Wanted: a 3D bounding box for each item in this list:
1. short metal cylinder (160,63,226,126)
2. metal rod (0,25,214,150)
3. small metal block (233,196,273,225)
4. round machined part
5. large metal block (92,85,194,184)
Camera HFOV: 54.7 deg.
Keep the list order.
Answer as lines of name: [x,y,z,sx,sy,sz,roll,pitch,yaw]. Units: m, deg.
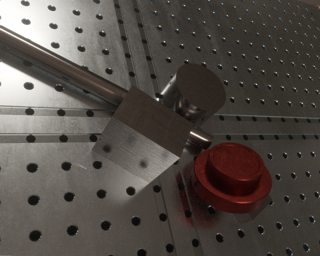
short metal cylinder: [0.047,-0.046,0.448,0.081,0.050,0.080,14,56,-21]
metal rod: [-0.064,-0.046,0.402,0.301,0.025,0.025,27,52,-12]
small metal block: [0.115,0.092,0.416,0.050,0.025,0.050,-27,77,-37]
round machined part: [0.091,0.055,0.389,0.099,0.042,0.098,4,36,-3]
large metal block: [-0.021,0.011,0.356,0.080,0.080,0.050,32,51,-8]
